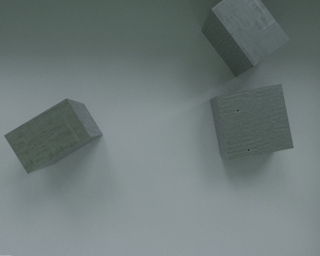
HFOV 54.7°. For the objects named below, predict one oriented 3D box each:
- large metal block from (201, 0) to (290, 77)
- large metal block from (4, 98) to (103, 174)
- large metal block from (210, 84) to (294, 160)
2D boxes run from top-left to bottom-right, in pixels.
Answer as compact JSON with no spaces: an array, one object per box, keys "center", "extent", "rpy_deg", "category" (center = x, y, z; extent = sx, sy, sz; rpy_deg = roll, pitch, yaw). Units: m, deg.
[{"center":[0.101,-0.116,0.385],"extent":[0.050,0.080,0.080],"rpy_deg":[-37,90,0],"category":"large metal block"},{"center":[-0.125,0.009,0.382],"extent":[0.080,0.080,0.050],"rpy_deg":[-31,90,0],"category":"large metal block"},{"center":[0.115,-0.007,0.400],"extent":[0.080,0.050,0.080],"rpy_deg":[-11,90,-1],"category":"large metal block"}]
